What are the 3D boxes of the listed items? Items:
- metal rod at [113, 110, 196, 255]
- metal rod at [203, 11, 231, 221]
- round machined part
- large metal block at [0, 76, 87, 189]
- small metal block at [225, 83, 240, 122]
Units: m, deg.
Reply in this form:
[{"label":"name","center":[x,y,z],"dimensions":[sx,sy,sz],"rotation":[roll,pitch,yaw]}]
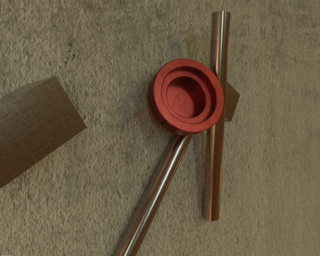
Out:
[{"label":"metal rod","center":[0.006,0.061,0.411],"dimensions":[0.025,0.025,0.300],"rotation":[42,65,-32]},{"label":"metal rod","center":[0.081,-0.010,0.447],"dimensions":[0.025,0.025,0.298],"rotation":[-8,103,-40]},{"label":"round machined part","center":[0.031,-0.037,0.407],"dimensions":[0.099,0.042,0.098],"rotation":[5,76,-20]},{"label":"large metal block","center":[-0.125,0.000,0.265],"dimensions":[0.080,0.080,0.050],"rotation":[-41,115,-33]},{"label":"small metal block","center":[0.096,-0.043,0.488],"dimensions":[0.050,0.025,0.050],"rotation":[35,68,-35]}]
